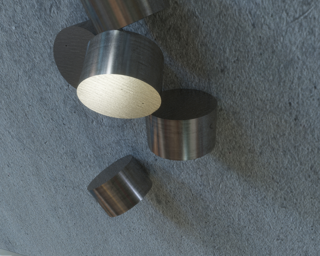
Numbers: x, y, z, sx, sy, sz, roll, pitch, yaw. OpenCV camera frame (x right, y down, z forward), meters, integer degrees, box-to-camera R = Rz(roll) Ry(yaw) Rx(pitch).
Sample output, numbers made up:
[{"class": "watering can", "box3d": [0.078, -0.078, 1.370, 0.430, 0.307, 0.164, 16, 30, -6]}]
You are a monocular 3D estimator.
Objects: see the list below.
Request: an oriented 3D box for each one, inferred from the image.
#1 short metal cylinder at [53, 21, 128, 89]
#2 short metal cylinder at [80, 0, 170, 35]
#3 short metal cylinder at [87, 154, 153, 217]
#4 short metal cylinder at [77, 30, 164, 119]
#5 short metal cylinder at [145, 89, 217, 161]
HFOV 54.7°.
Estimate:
[{"class": "short metal cylinder", "box3d": [-0.081, -0.089, 0.378, 0.080, 0.050, 0.079, 13, 124, 21]}, {"class": "short metal cylinder", "box3d": [-0.036, -0.130, 0.310, 0.080, 0.080, 0.050, -12, 112, 33]}, {"class": "short metal cylinder", "box3d": [-0.058, 0.083, 0.454, 0.080, 0.080, 0.050, -27, 104, 37]}, {"class": "short metal cylinder", "box3d": [-0.037, -0.050, 0.309, 0.080, 0.050, 0.080, 3, 154, 2]}, {"class": "short metal cylinder", "box3d": [0.024, -0.006, 0.355, 0.080, 0.080, 0.050, 10, 123, 23]}]
